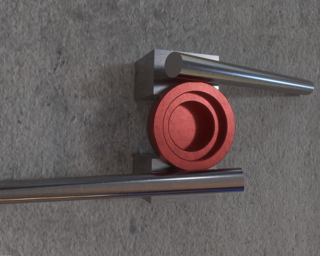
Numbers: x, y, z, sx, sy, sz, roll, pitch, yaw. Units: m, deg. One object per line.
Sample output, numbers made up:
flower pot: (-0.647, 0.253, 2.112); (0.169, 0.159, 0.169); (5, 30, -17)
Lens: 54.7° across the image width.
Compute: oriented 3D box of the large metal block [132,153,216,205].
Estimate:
large metal block: (0.015, 0.059, 0.387); (0.081, 0.080, 0.050); (1, 90, -20)

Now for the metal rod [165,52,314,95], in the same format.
metal rod: (0.125, -0.063, 0.401); (0.302, 0.025, 0.025); (-1, 91, -42)

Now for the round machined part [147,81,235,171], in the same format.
round machined part: (0.032, -0.002, 0.351); (0.099, 0.042, 0.097); (0, 90, -21)

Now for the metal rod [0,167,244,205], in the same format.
metal rod: (-0.066, 0.063, 0.328); (0.302, 0.025, 0.025); (-4, 92, 2)

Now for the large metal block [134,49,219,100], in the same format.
large metal block: (0.017, -0.061, 0.388); (0.081, 0.080, 0.050); (1, 90, -20)
